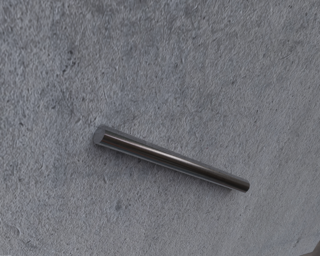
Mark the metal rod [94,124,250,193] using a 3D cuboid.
[{"bbox_3d":[0.038,0.055,0.461,0.302,0.025,0.025,23,106,-37],"label":"metal rod"}]
